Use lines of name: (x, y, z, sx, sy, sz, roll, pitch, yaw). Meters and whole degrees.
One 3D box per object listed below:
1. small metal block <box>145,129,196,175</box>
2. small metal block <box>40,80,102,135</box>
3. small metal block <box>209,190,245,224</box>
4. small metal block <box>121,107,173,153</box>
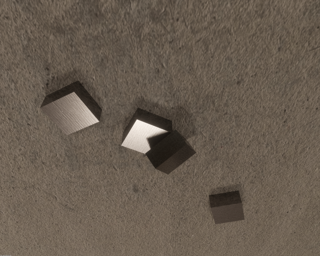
small metal block: (0.016, 0.033, 0.412, 0.050, 0.025, 0.050, -39, 154, 5)
small metal block: (-0.109, -0.024, 0.385, 0.050, 0.025, 0.050, -22, 127, 17)
small metal block: (0.113, 0.135, 0.524, 0.050, 0.025, 0.050, -12, 129, 9)
small metal block: (-0.018, 0.007, 0.413, 0.050, 0.025, 0.050, 21, 127, -18)
